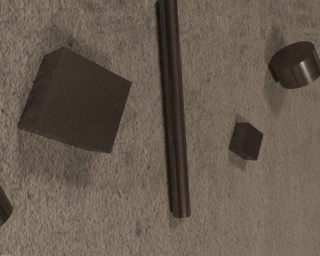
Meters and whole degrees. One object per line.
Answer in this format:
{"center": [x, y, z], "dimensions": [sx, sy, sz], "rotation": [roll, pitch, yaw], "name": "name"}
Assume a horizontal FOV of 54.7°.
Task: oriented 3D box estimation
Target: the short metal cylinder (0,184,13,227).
{"center": [-0.163, 0.060, 0.233], "dimensions": [0.081, 0.080, 0.050], "rotation": [-32, 110, -36], "name": "short metal cylinder"}

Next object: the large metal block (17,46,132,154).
{"center": [-0.085, -0.024, 0.318], "dimensions": [0.080, 0.050, 0.080], "rotation": [24, 75, -38], "name": "large metal block"}

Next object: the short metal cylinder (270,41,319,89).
{"center": [0.259, -0.120, 0.590], "dimensions": [0.050, 0.080, 0.080], "rotation": [51, 60, -28], "name": "short metal cylinder"}

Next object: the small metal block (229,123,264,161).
{"center": [0.149, 0.024, 0.533], "dimensions": [0.050, 0.025, 0.050], "rotation": [30, 71, -36], "name": "small metal block"}

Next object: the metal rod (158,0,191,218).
{"center": [0.020, -0.027, 0.423], "dimensions": [0.025, 0.025, 0.298], "rotation": [-7, 95, -40], "name": "metal rod"}
